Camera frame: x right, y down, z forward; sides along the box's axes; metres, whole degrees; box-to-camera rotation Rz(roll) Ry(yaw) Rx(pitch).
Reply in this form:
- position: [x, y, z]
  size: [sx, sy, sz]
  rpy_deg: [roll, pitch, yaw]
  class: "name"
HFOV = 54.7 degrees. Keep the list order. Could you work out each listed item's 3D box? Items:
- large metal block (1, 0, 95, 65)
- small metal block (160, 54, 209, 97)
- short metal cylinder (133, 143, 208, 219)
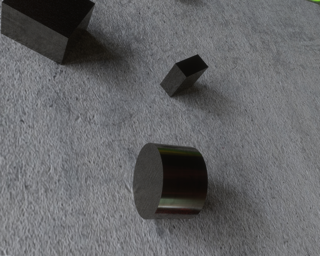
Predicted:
- position: [-0.142, -0.141, 0.398]
  size: [0.080, 0.050, 0.080]
  rpy_deg: [28, 52, -11]
  class: "large metal block"
- position: [0.035, -0.076, 0.453]
  size: [0.050, 0.050, 0.025]
  rpy_deg: [-30, 79, -38]
  class: "small metal block"
- position: [0.009, 0.058, 0.338]
  size: [0.050, 0.080, 0.080]
  rpy_deg: [7, 59, -25]
  class: "short metal cylinder"
